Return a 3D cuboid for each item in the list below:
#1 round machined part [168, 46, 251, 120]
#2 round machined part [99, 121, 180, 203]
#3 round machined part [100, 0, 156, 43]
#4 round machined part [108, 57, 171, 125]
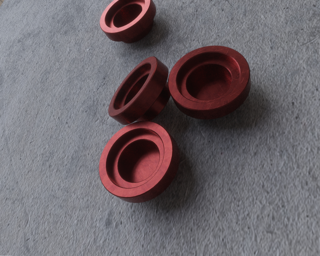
[{"bbox_3d":[0.063,-0.052,0.387,0.098,0.042,0.098,-8,58,14],"label":"round machined part"},{"bbox_3d":[-0.021,0.043,0.378,0.098,0.042,0.098,-13,56,21],"label":"round machined part"},{"bbox_3d":[-0.051,-0.186,0.534,0.098,0.042,0.098,-13,56,21],"label":"round machined part"},{"bbox_3d":[-0.022,-0.044,0.416,0.098,0.042,0.098,-39,29,27],"label":"round machined part"}]
